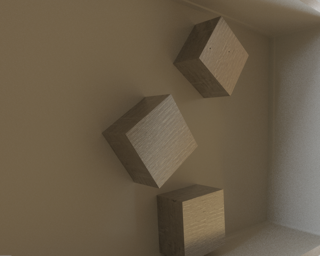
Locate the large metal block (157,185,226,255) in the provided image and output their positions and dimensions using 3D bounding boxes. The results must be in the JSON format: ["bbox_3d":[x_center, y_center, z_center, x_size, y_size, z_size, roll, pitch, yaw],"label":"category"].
[{"bbox_3d":[0.044,0.128,0.430,0.081,0.050,0.079,-5,94,-40],"label":"large metal block"}]

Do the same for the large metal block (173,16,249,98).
[{"bbox_3d":[0.077,-0.101,0.457,0.080,0.050,0.080,42,64,-32],"label":"large metal block"}]

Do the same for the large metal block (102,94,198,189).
[{"bbox_3d":[-0.010,0.015,0.384,0.080,0.050,0.080,-44,117,-31],"label":"large metal block"}]
